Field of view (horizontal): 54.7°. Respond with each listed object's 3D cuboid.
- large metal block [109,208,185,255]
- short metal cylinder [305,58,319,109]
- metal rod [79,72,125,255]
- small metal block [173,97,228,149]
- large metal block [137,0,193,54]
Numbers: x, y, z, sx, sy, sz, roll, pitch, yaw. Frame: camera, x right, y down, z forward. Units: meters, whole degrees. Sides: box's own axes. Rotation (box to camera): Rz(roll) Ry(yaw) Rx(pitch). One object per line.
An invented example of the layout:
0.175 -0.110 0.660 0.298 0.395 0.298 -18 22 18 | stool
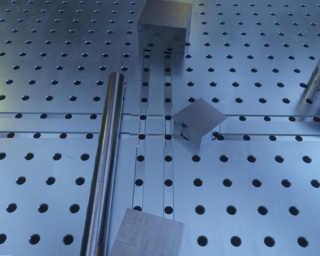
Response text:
-0.015 0.128 0.264 0.050 0.080 0.080 13 51 10 | large metal block
0.261 -0.065 0.449 0.081 0.050 0.080 0 50 0 | short metal cylinder
-0.066 0.040 0.373 0.025 0.025 0.300 0 50 0 | metal rod
0.054 -0.007 0.415 0.050 0.025 0.050 -34 58 -26 | small metal block
0.010 -0.179 0.542 0.080 0.050 0.080 9 51 6 | large metal block
